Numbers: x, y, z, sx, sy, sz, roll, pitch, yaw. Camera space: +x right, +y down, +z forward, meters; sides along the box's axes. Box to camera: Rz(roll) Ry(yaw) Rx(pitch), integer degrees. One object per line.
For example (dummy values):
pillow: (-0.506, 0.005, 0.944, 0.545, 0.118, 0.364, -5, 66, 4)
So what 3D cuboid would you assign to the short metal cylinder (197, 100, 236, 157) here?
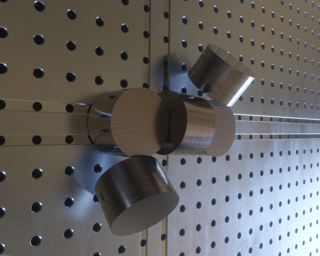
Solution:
short metal cylinder: (0.064, 0.000, 0.448, 0.081, 0.050, 0.079, 0, 90, -40)

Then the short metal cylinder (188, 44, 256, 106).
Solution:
short metal cylinder: (0.087, -0.075, 0.440, 0.081, 0.080, 0.050, 11, 125, -40)

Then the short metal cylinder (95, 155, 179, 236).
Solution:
short metal cylinder: (-0.026, 0.076, 0.346, 0.081, 0.050, 0.080, -21, 144, -16)

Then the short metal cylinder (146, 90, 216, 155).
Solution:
short metal cylinder: (0.024, -0.005, 0.395, 0.050, 0.080, 0.080, 6, 86, -40)

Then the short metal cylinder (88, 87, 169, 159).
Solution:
short metal cylinder: (-0.036, -0.006, 0.363, 0.081, 0.050, 0.079, 0, 90, -40)
